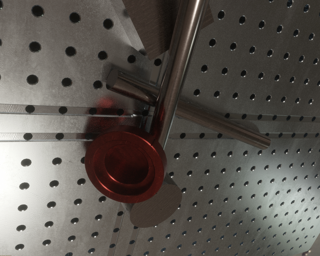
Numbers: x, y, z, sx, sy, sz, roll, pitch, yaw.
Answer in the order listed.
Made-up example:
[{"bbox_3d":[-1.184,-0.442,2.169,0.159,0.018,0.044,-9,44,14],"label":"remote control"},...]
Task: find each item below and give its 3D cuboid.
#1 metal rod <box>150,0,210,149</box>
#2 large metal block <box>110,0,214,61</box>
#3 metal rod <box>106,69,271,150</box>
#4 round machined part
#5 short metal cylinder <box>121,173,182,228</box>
[{"bbox_3d":[0.017,-0.059,0.329,0.025,0.025,0.298,-10,140,-23],"label":"metal rod"},{"bbox_3d":[-0.002,-0.130,0.315,0.080,0.050,0.080,-33,129,-7],"label":"large metal block"},{"bbox_3d":[0.061,-0.015,0.437,0.302,0.025,0.025,19,108,-36],"label":"metal rod"},{"bbox_3d":[-0.039,0.041,0.385,0.098,0.042,0.097,4,113,11],"label":"round machined part"},{"bbox_3d":[-0.016,0.095,0.443,0.081,0.050,0.079,-17,130,-22],"label":"short metal cylinder"}]
